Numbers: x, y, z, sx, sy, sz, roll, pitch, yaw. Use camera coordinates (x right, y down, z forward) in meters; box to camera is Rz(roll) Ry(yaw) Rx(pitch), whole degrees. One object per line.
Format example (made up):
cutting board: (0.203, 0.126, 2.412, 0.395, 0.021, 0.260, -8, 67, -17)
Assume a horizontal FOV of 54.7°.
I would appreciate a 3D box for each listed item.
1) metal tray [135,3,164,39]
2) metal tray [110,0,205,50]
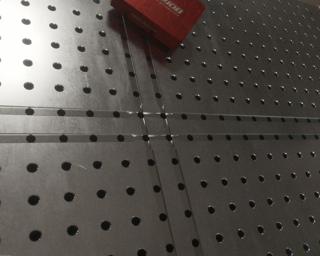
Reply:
metal tray: (-0.002, -0.218, 0.539, 0.090, 0.030, 0.130, 35, 51, -5)
metal tray: (-0.003, -0.199, 0.500, 0.130, 0.030, 0.090, 35, 67, -6)
